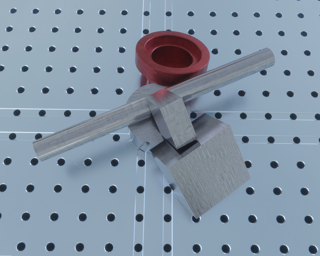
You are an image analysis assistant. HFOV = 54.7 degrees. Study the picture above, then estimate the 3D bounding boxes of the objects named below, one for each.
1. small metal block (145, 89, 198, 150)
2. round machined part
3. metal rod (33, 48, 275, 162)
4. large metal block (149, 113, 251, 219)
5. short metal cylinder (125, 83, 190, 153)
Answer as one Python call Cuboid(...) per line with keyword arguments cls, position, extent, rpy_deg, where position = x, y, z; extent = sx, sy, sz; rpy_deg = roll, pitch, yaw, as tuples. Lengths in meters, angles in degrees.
Cuboid(cls="small metal block", position=(0.012, -0.011, 0.338), extent=(0.025, 0.050, 0.050), rpy_deg=(-28, 115, -10))
Cuboid(cls="round machined part", position=(0.015, -0.088, 0.423), extent=(0.099, 0.042, 0.098), rpy_deg=(4, 47, -4))
Cuboid(cls="metal rod", position=(0.001, -0.032, 0.370), extent=(0.302, 0.025, 0.025), rpy_deg=(-23, 72, -9))
Cuboid(cls="large metal block", position=(0.047, 0.042, 0.359), extent=(0.080, 0.050, 0.080), rpy_deg=(-34, 118, -11))
Cuboid(cls="short metal cylinder", position=(-0.003, -0.011, 0.402), extent=(0.081, 0.050, 0.080), rpy_deg=(0, 70, 0))
